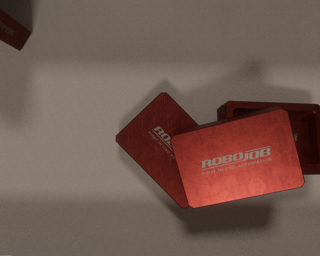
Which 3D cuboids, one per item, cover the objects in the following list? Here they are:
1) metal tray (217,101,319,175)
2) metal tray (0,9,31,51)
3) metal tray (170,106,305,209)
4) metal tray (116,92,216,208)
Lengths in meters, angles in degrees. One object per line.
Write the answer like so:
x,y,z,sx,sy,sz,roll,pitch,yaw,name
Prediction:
0.141,0.014,0.393,0.131,0.030,0.090,1,80,-10,metal tray
-0.219,-0.139,0.356,0.090,0.130,0.030,30,90,-1,metal tray
0.086,0.034,0.357,0.130,0.030,0.089,-15,96,12,metal tray
0.018,0.029,0.409,0.090,0.030,0.130,-44,91,0,metal tray
